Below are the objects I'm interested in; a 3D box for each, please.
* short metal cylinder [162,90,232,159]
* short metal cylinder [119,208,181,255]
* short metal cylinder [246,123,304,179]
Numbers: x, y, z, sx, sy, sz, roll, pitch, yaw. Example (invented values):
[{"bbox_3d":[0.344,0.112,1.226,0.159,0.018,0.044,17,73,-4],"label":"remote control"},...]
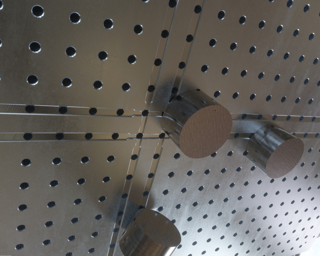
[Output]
[{"bbox_3d":[0.050,-0.006,0.421,0.081,0.050,0.079,-14,125,-21],"label":"short metal cylinder"},{"bbox_3d":[-0.015,0.170,0.475,0.080,0.080,0.050,21,107,-36],"label":"short metal cylinder"},{"bbox_3d":[0.196,0.039,0.529,0.081,0.050,0.079,-14,125,-21],"label":"short metal cylinder"}]
